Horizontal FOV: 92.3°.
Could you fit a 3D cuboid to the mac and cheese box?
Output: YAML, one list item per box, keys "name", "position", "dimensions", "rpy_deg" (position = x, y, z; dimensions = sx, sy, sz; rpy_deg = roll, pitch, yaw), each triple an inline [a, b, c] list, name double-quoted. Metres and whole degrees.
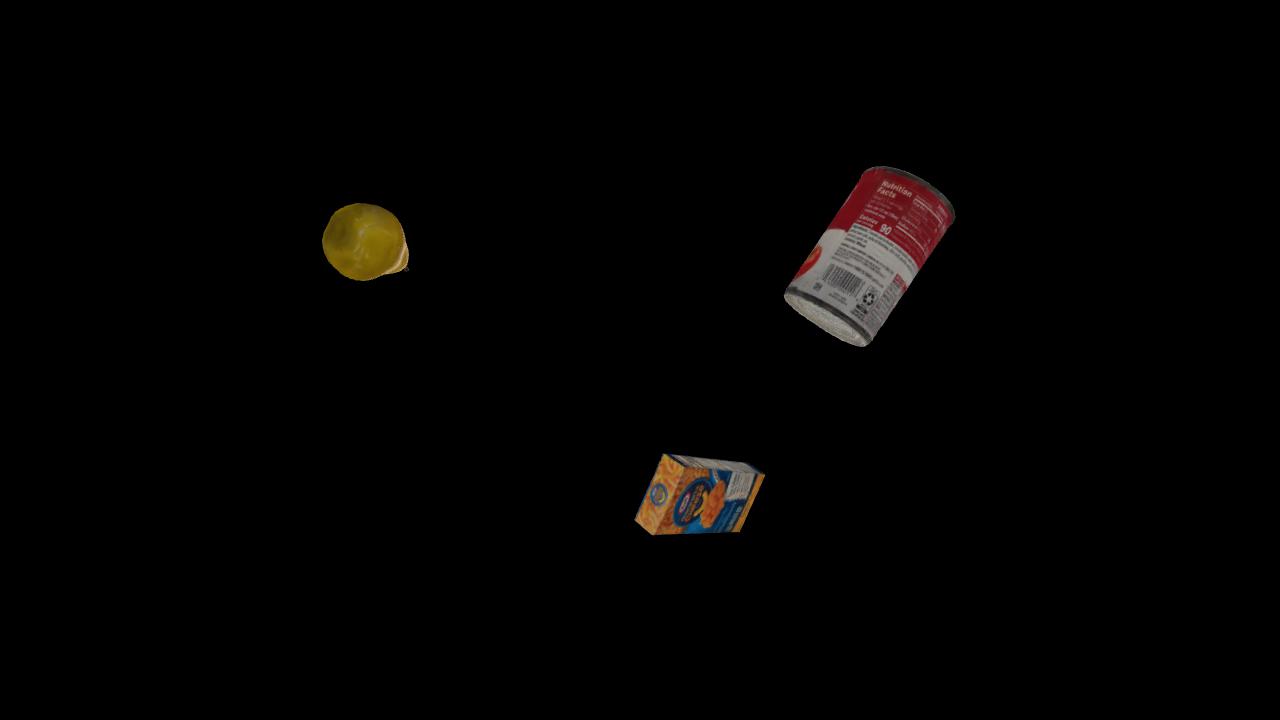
- name: "mac and cheese box"
  position: [0.081, 0.172, 0.777]
  dimensions: [0.184, 0.093, 0.041]
  rpy_deg: [14, 12, -47]

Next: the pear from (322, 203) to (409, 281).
- name: "pear"
  position: [-0.272, -0.119, 0.651]
  dimensions: [0.080, 0.080, 0.111]
  rpy_deg: [0, -3, 21]

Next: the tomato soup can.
- name: "tomato soup can"
  position: [0.152, -0.067, 0.413]
  dimensions: [0.068, 0.101, 0.068]
  rpy_deg: [33, 1, -1]
